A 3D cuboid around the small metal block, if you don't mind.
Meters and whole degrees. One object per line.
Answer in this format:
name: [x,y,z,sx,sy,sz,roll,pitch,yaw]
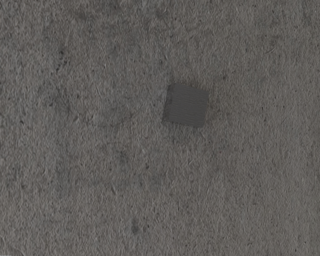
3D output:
small metal block: [0.035,-0.030,0.421,0.050,0.025,0.050,13,86,-20]
